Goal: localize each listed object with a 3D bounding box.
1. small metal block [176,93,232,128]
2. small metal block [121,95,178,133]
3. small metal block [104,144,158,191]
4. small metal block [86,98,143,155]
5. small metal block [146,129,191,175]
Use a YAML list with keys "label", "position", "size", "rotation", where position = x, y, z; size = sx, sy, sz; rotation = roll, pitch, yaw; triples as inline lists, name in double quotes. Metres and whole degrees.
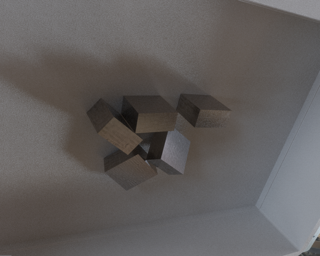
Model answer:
- label: "small metal block"
  position: [0.057, -0.023, 0.411]
  size: [0.050, 0.050, 0.025]
  rotation: [0, 118, -29]
- label: "small metal block"
  position: [-0.014, -0.018, 0.375]
  size: [0.050, 0.050, 0.025]
  rotation: [-3, 120, -27]
- label: "small metal block"
  position: [-0.039, 0.051, 0.412]
  size: [0.050, 0.025, 0.050]
  rotation: [-29, 131, 11]
- label: "small metal block"
  position: [-0.054, -0.002, 0.363]
  size: [0.025, 0.050, 0.050]
  rotation: [-46, 130, 3]
- label: "small metal block"
  position: [0.013, 0.030, 0.419]
  size: [0.050, 0.025, 0.050]
  rotation: [39, 55, -39]
